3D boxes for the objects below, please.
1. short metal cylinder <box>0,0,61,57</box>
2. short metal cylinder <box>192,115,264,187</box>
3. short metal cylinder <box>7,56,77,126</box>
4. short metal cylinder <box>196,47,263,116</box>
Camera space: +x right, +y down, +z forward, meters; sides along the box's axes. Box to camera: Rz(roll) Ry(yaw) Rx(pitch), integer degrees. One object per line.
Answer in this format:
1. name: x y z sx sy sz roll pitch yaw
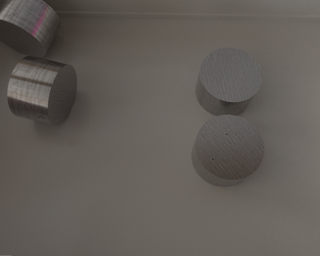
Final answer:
1. short metal cylinder: -0.187 -0.143 0.430 0.080 0.080 0.050 17 71 6
2. short metal cylinder: 0.082 0.030 0.387 0.081 0.050 0.080 0 70 0
3. short metal cylinder: -0.147 -0.047 0.396 0.050 0.080 0.080 14 71 5
4. short metal cylinder: 0.091 -0.061 0.420 0.081 0.050 0.080 0 70 0
